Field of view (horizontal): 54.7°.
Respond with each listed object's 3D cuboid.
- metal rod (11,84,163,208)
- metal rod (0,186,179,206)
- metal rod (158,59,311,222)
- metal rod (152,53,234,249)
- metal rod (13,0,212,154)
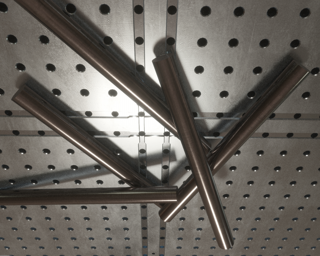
[{"bbox_3d":[-0.076,0.045,0.448,0.025,0.025,0.300,-32,124,24],"label":"metal rod"},{"bbox_3d":[-0.122,0.105,0.477,0.301,0.025,0.025,-3,131,10],"label":"metal rod"},{"bbox_3d":[0.085,0.035,0.426,0.025,0.025,0.298,25,121,-20],"label":"metal rod"},{"bbox_3d":[0.052,0.048,0.408,0.025,0.025,0.298,-15,115,12],"label":"metal rod"},{"bbox_3d":[-0.039,-0.054,0.364,0.025,0.025,0.301,-35,123,25],"label":"metal rod"}]
